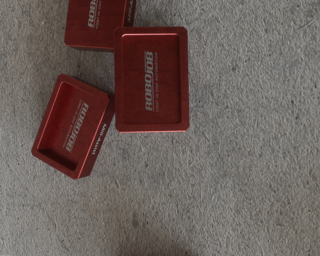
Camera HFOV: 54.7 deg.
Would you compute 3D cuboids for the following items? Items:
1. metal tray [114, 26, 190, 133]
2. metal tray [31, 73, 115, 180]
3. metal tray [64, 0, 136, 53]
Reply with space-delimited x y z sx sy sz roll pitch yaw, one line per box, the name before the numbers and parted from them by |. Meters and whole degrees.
metal tray | -0.011 -0.060 0.393 0.091 0.030 0.129 -1 90 -2
metal tray | -0.124 -0.002 0.450 0.090 0.030 0.129 25 98 18
metal tray | -0.081 -0.175 0.435 0.090 0.030 0.129 9 93 19
